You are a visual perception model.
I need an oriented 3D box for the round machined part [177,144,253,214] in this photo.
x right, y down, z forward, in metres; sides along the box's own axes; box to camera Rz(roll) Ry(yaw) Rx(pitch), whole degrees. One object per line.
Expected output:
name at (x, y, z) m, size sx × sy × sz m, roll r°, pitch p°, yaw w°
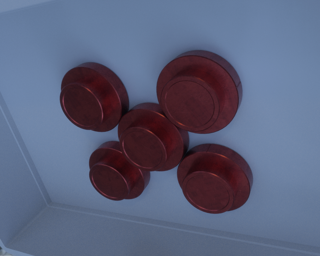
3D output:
round machined part at (0.067, 0.072, 0.404) m, size 0.098 × 0.042 × 0.097 m, roll 13°, pitch 124°, yaw 20°

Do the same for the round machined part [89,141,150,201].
round machined part at (-0.068, 0.072, 0.475) m, size 0.098 × 0.042 × 0.097 m, roll 13°, pitch 124°, yaw 20°

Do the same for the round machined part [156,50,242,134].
round machined part at (0.040, -0.035, 0.352) m, size 0.098 × 0.042 × 0.097 m, roll 13°, pitch 124°, yaw 20°

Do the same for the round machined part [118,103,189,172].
round machined part at (-0.014, 0.019, 0.413) m, size 0.098 × 0.042 × 0.097 m, roll 13°, pitch 124°, yaw 20°

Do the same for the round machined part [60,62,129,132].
round machined part at (-0.096, -0.036, 0.422) m, size 0.098 × 0.042 × 0.097 m, roll 13°, pitch 124°, yaw 20°
